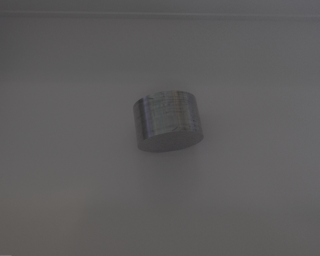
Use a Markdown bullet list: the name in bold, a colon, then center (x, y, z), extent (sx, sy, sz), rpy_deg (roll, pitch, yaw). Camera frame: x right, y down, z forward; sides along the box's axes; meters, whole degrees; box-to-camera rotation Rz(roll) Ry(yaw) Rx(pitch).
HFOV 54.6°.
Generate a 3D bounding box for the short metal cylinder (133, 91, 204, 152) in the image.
- **short metal cylinder**: center (0.009, -0.005, 0.383), extent (0.080, 0.080, 0.050), rpy_deg (-8, 70, -3)
